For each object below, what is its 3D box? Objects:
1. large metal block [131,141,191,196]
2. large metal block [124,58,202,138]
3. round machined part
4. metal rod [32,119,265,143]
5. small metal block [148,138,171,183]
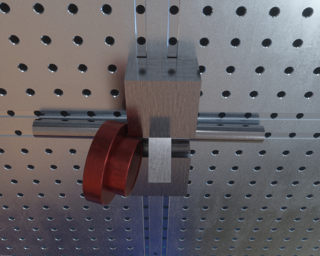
[{"bbox_3d":[-0.001,0.052,0.440,0.081,0.050,0.079,1,130,-1],"label":"large metal block"},{"bbox_3d":[0.003,-0.035,0.366,0.081,0.050,0.079,0,130,-1],"label":"large metal block"},{"bbox_3d":[-0.049,0.042,0.361,0.042,0.098,0.097,13,131,8],"label":"round machined part"},{"bbox_3d":[-0.013,0.004,0.415,0.302,0.025,0.025,1,130,-2],"label":"metal rod"},{"bbox_3d":[0.000,0.037,0.369,0.025,0.050,0.050,1,86,-1],"label":"small metal block"}]
